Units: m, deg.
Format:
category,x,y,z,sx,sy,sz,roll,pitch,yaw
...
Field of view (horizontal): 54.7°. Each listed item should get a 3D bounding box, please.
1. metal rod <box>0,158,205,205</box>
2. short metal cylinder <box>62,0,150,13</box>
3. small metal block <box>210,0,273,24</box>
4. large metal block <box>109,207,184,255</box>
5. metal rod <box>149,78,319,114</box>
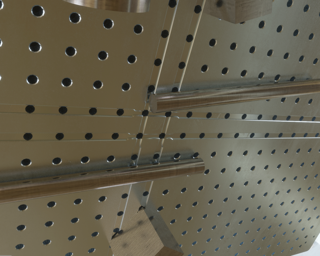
category,x,y,z,sx,sy,sz,roll,pitch,yaw
metal rod,-0.072,0.068,0.415,0.303,0.025,0.025,-4,120,-27
short metal cylinder,-0.046,-0.134,0.268,0.081,0.080,0.050,-5,121,-27
small metal block,0.093,-0.144,0.358,0.050,0.050,0.025,-21,127,-16
large metal block,-0.023,0.186,0.480,0.080,0.080,0.050,-47,130,5
metal rod,0.127,-0.050,0.451,0.303,0.025,0.025,-8,122,-25
